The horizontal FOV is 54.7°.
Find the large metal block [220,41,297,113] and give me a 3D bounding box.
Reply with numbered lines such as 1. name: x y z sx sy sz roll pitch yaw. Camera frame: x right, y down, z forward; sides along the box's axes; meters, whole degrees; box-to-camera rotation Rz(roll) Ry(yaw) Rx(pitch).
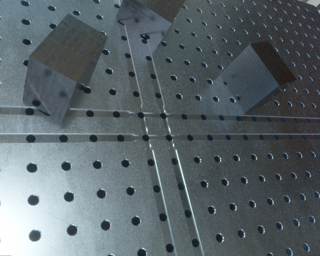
1. large metal block: 0.160 -0.084 0.513 0.050 0.080 0.080 -19 72 -36

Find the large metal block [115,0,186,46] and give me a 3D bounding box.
1. large metal block: -0.014 -0.195 0.506 0.080 0.050 0.080 31 52 -9

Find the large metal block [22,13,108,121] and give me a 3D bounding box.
1. large metal block: -0.109 -0.068 0.356 0.050 0.080 0.080 29 52 -10
